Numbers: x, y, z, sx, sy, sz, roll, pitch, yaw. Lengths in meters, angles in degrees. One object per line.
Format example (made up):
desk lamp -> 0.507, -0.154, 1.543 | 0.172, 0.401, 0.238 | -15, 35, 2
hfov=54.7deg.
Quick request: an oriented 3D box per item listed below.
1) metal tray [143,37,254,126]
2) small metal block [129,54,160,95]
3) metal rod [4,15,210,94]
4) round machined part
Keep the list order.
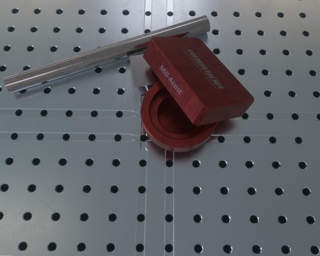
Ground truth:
metal tray -> 0.048, -0.066, 0.399 | 0.091, 0.030, 0.130 | -12, 56, -37
small metal block -> -0.014, -0.078, 0.440 | 0.050, 0.025, 0.050 | -9, 70, -4
metal rod -> -0.070, -0.109, 0.450 | 0.302, 0.025, 0.025 | -19, 71, -7
round machined part -> 0.025, -0.015, 0.408 | 0.099, 0.042, 0.098 | 0, 70, 0
